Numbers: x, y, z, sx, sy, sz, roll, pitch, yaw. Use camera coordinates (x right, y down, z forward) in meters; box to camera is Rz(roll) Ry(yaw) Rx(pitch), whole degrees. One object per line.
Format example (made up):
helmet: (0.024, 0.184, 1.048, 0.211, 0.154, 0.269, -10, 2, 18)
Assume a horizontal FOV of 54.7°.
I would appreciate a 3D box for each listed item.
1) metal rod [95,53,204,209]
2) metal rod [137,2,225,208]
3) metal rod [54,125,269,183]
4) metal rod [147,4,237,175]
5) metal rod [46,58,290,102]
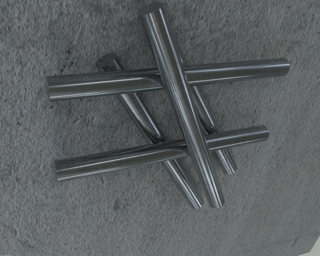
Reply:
metal rod: (0.002, 0.026, 0.426, 0.025, 0.025, 0.299, -35, 129, -5)
metal rod: (0.038, 0.001, 0.367, 0.025, 0.025, 0.299, -31, 129, -9)
metal rod: (0.020, 0.028, 0.406, 0.303, 0.025, 0.025, -9, 122, -24)
metal rod: (0.052, -0.029, 0.420, 0.025, 0.025, 0.299, -37, 130, -4)
metal rod: (0.029, -0.060, 0.357, 0.303, 0.025, 0.025, -9, 123, -24)
